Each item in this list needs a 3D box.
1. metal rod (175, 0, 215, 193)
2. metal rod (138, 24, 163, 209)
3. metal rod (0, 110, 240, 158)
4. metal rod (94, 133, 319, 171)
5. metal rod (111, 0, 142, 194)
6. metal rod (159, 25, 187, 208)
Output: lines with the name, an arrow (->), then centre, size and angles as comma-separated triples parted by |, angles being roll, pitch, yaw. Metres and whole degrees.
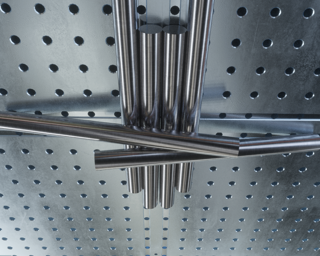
metal rod -> 0.039, -0.021, 0.392 | 0.025, 0.025, 0.298 | 1, 130, -1
metal rod -> -0.013, 0.011, 0.419 | 0.025, 0.025, 0.298 | 1, 130, -1
metal rod -> -0.056, 0.007, 0.386 | 0.301, 0.025, 0.025 | 7, 131, 6
metal rod -> 0.068, 0.030, 0.411 | 0.302, 0.025, 0.025 | -4, 131, -8
metal rod -> -0.037, -0.020, 0.393 | 0.025, 0.025, 0.298 | 1, 130, -1
metal rod -> 0.013, 0.010, 0.422 | 0.025, 0.025, 0.298 | 1, 130, -1
